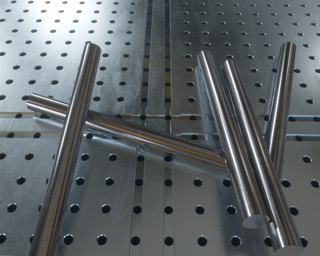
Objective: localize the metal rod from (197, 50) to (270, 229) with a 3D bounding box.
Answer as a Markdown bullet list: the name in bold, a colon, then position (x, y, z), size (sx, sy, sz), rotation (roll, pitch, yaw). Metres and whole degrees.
- **metal rod**: position (0.081, -0.015, 0.396), size (0.025, 0.025, 0.300), rotation (-2, 43, -2)

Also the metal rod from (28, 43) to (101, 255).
- **metal rod**: position (-0.106, 0.012, 0.370), size (0.025, 0.025, 0.300), rotation (3, 58, 2)

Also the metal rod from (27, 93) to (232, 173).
- **metal rod**: position (-0.039, 0.005, 0.402), size (0.301, 0.025, 0.025), rotation (17, 52, 13)

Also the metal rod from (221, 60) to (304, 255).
- **metal rod**: position (0.112, 0.006, 0.382), size (0.025, 0.025, 0.300), rotation (0, 43, -1)

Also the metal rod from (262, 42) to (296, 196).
- **metal rod**: position (0.167, -0.026, 0.431), size (0.025, 0.025, 0.301), rotation (15, 51, 12)
